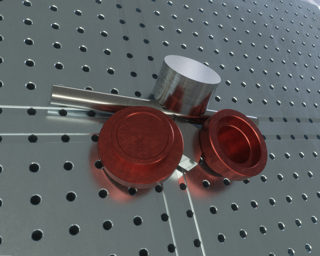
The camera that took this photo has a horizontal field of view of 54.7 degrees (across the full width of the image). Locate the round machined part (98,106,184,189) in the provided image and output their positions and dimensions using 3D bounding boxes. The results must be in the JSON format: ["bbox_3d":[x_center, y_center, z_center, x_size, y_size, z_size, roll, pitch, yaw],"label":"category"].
[{"bbox_3d":[-0.021,0.016,0.355,0.099,0.042,0.098,3,64,-7],"label":"round machined part"}]

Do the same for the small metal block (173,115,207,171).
[{"bbox_3d":[0.030,0.020,0.407,0.050,0.025,0.050,32,52,-8],"label":"small metal block"}]

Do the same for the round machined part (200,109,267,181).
[{"bbox_3d":[0.095,0.026,0.425,0.099,0.042,0.098,15,57,-24],"label":"round machined part"}]

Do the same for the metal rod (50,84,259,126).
[{"bbox_3d":[0.010,-0.022,0.423,0.302,0.025,0.025,7,59,-25],"label":"metal rod"}]

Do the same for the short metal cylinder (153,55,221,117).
[{"bbox_3d":[0.036,-0.059,0.424,0.081,0.050,0.080,17,30,-10],"label":"short metal cylinder"}]
